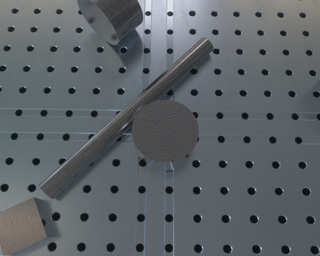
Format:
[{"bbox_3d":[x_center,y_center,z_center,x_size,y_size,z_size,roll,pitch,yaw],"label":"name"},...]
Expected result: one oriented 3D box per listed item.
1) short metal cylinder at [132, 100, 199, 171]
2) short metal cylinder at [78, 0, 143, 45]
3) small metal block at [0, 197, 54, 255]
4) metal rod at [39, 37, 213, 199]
[{"bbox_3d":[0.006,0.011,0.395,0.081,0.050,0.080,0,70,0],"label":"short metal cylinder"},{"bbox_3d":[-0.070,-0.167,0.443,0.080,0.080,0.050,41,75,13],"label":"short metal cylinder"},{"bbox_3d":[-0.162,0.117,0.368,0.050,0.025,0.050,-24,72,-9],"label":"small metal block"},{"bbox_3d":[-0.036,-0.022,0.419,0.025,0.025,0.301,42,75,14],"label":"metal rod"}]
